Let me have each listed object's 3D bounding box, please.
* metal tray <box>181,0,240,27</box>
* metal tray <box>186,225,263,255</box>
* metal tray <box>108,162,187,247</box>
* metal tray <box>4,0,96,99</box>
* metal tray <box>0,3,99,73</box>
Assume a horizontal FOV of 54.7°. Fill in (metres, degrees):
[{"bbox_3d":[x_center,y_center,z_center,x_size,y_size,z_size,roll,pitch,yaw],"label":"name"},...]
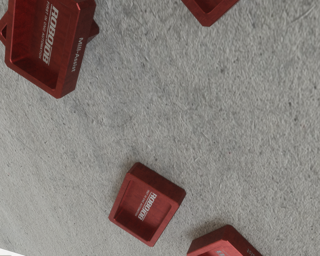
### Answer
[{"bbox_3d":[0.062,-0.165,0.268,0.090,0.030,0.129,49,129,-6],"label":"metal tray"},{"bbox_3d":[0.117,0.216,0.475,0.130,0.030,0.090,45,129,-3],"label":"metal tray"},{"bbox_3d":[-0.024,0.125,0.493,0.090,0.030,0.129,31,128,8],"label":"metal tray"},{"bbox_3d":[-0.134,-0.109,0.367,0.090,0.030,0.129,33,129,6],"label":"metal tray"},{"bbox_3d":[-0.151,-0.127,0.404,0.130,0.030,0.090,-26,105,37],"label":"metal tray"}]
